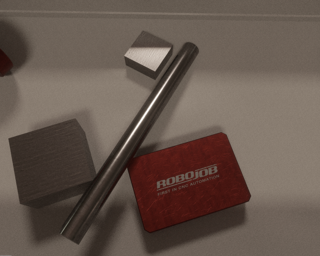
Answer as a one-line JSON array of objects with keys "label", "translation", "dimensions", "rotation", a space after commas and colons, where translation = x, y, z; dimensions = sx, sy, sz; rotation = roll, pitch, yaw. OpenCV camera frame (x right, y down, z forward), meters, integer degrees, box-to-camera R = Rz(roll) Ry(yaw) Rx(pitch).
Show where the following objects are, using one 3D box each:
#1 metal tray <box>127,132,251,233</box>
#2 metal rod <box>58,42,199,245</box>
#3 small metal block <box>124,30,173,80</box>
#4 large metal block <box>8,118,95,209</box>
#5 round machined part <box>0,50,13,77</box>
[{"label": "metal tray", "translation": [0.033, 0.067, 0.383], "dimensions": [0.131, 0.030, 0.090], "rotation": [-16, 71, -6]}, {"label": "metal rod", "translation": [-0.024, -0.001, 0.385], "dimensions": [0.025, 0.025, 0.300], "rotation": [27, 63, 9]}, {"label": "small metal block", "translation": [-0.016, -0.105, 0.448], "dimensions": [0.050, 0.025, 0.050], "rotation": [29, 72, 9]}, {"label": "large metal block", "translation": [-0.127, 0.044, 0.378], "dimensions": [0.081, 0.050, 0.080], "rotation": [-18, 70, -7]}, {"label": "round machined part", "translation": [-0.248, -0.100, 0.404], "dimensions": [0.098, 0.098, 0.042], "rotation": [32, 73, 10]}]
